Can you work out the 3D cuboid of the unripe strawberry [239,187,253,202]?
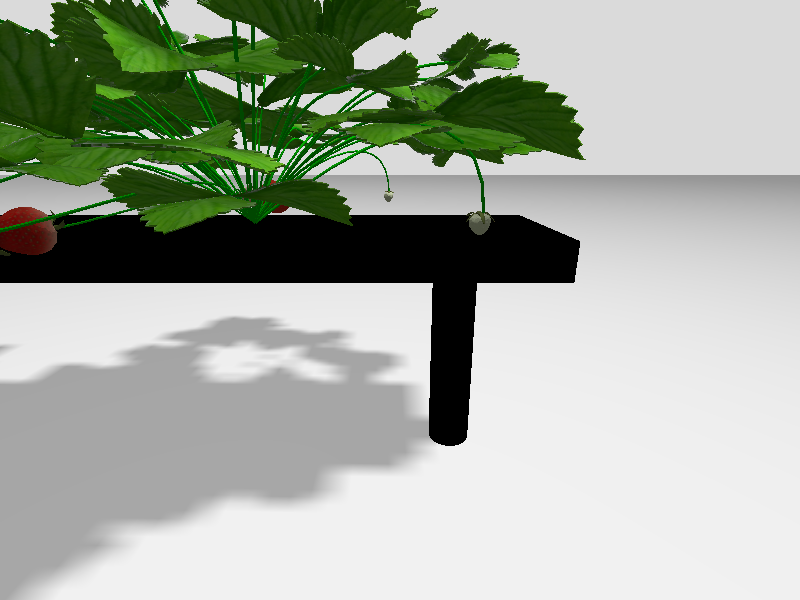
[{"bbox_3d":[-0.194,-0.134,0.513,0.023,0.020,0.021,-7,-16,-20],"label":"unripe strawberry"}]

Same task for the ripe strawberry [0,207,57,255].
[{"bbox_3d":[-0.212,-0.038,0.224,0.026,0.027,0.028,13,23,33],"label":"ripe strawberry"}]

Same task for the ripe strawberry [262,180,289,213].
[{"bbox_3d":[-0.131,-0.110,0.424,0.032,0.034,0.035,-1,18,-4],"label":"ripe strawberry"}]

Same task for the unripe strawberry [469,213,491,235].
[{"bbox_3d":[0.051,-0.048,0.256,0.015,0.014,0.013,10,21,26],"label":"unripe strawberry"}]

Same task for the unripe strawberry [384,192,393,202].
[{"bbox_3d":[-0.013,-0.119,0.463,0.011,0.011,0.010,16,24,39],"label":"unripe strawberry"}]
